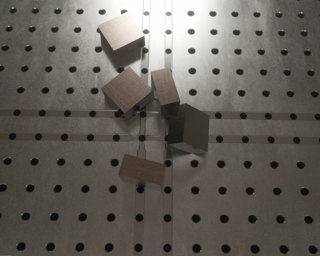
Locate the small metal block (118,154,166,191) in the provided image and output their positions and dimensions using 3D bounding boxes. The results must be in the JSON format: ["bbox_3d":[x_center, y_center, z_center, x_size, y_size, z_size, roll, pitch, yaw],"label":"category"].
[{"bbox_3d":[-0.020,0.056,0.378,0.050,0.050,0.025,14,71,5],"label":"small metal block"}]

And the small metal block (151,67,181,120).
[{"bbox_3d":[0.007,-0.045,0.415,0.025,0.050,0.050,-14,71,-6],"label":"small metal block"}]

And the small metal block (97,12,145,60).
[{"bbox_3d":[-0.057,-0.137,0.461,0.050,0.025,0.050,-30,73,-11],"label":"small metal block"}]

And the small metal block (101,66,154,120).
[{"bbox_3d":[-0.044,-0.048,0.427,0.050,0.025,0.050,-41,74,-12],"label":"small metal block"}]

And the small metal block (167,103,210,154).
[{"bbox_3d":[0.037,0.002,0.395,0.025,0.050,0.050,-11,66,42],"label":"small metal block"}]
